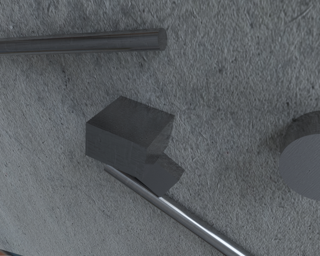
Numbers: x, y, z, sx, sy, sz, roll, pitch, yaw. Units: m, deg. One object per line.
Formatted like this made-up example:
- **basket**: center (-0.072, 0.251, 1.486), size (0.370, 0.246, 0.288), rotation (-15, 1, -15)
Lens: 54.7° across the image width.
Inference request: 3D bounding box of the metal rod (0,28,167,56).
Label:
- **metal rod**: center (-0.133, -0.110, 0.406), size (0.301, 0.025, 0.025), rotation (5, 121, 25)

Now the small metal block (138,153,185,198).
- **small metal block**: center (-0.001, 0.065, 0.446), size (0.050, 0.025, 0.050), rotation (40, 129, 0)

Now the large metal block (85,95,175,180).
- **large metal block**: center (-0.037, 0.009, 0.395), size (0.080, 0.080, 0.050), rotation (21, 126, 15)

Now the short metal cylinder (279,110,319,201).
- **short metal cylinder**: center (0.168, 0.028, 0.319), size (0.080, 0.050, 0.079), rotation (13, 124, 20)

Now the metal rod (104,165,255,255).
- **metal rod**: center (0.044, 0.140, 0.468), size (0.301, 0.025, 0.025), rotation (34, 129, 5)
